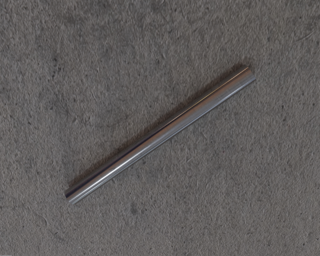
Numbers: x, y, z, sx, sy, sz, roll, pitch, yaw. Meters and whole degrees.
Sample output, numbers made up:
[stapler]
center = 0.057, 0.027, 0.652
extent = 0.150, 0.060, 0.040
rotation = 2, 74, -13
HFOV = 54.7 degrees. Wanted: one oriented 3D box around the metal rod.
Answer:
[metal rod]
center = -0.007, 0.015, 0.417
extent = 0.300, 0.025, 0.025
rotation = -35, 107, 11
